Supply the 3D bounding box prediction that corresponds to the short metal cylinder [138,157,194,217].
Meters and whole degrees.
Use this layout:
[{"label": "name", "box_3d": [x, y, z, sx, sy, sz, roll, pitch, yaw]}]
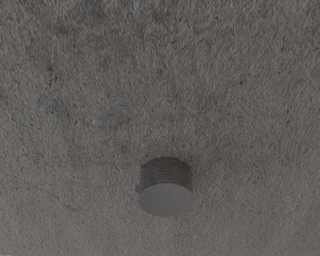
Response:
[{"label": "short metal cylinder", "box_3d": [0.009, 0.090, 0.467, 0.080, 0.050, 0.080, 0, 130, 0]}]
